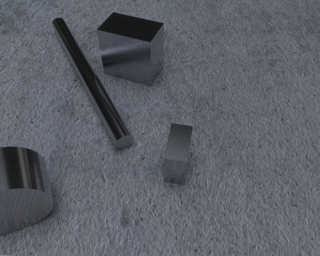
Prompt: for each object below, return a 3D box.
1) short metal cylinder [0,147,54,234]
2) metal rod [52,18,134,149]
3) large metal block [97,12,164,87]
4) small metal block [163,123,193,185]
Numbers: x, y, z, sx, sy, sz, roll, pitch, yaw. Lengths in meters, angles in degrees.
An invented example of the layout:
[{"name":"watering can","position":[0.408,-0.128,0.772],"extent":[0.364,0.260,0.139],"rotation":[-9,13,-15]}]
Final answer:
[{"name":"short metal cylinder","position":[-0.154,0.064,0.312],"extent":[0.081,0.080,0.050],"rotation":[-17,52,-14]},{"name":"metal rod","position":[-0.113,-0.084,0.472],"extent":[0.025,0.025,0.300],"rotation":[-21,53,-17]},{"name":"large metal block","position":[-0.041,-0.118,0.466],"extent":[0.080,0.080,0.050],"rotation":[17,52,13]},{"name":"small metal block","position":[0.021,0.031,0.361],"extent":[0.025,0.050,0.050],"rotation":[8,51,6]}]
